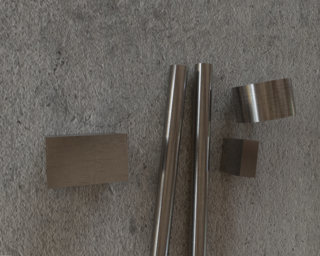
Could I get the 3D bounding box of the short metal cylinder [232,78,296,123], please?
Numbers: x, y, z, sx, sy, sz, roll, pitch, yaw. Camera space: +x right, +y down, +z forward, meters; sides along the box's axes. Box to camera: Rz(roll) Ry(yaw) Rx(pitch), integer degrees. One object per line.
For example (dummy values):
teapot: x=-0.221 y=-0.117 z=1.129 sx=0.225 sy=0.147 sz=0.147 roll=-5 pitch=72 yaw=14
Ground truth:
short metal cylinder: x=0.145 y=-0.039 z=0.435 sx=0.081 sy=0.080 sz=0.050 roll=-11 pitch=94 yaw=-20

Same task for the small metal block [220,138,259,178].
small metal block: x=0.111 y=0.041 z=0.439 sx=0.025 sy=0.050 sz=0.050 roll=8 pitch=88 yaw=-20

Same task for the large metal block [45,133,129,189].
large metal block: x=-0.085 y=0.032 z=0.349 sx=0.081 sy=0.080 sz=0.050 roll=-2 pitch=91 yaw=-20

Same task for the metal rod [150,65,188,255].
metal rod: x=0.010 y=0.065 z=0.413 sx=0.025 sy=0.025 sz=0.298 roll=7 pitch=88 yaw=-20

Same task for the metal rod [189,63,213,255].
metal rod: x=0.056 y=0.061 z=0.431 sx=0.025 sy=0.025 sz=0.298 roll=2 pitch=89 yaw=-20
